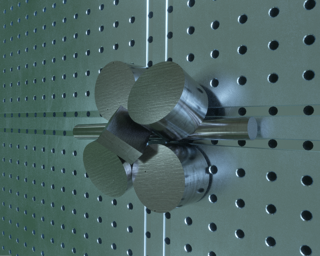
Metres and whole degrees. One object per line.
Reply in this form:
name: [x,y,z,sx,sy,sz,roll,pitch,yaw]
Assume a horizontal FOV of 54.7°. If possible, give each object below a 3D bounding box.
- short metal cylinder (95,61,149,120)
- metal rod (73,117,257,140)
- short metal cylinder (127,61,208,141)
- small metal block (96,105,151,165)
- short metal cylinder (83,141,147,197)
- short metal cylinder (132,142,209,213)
short metal cylinder: [-0.044,-0.048,0.424,0.080,0.050,0.079,0,90,40]
metal rod: [-0.019,0.004,0.419,0.300,0.025,0.025,-1,89,40]
short metal cylinder: [0.009,-0.031,0.364,0.080,0.050,0.080,-20,55,31]
small metal block: [-0.041,0.008,0.376,0.050,0.050,0.025,36,128,-12]
short metal cylinder: [-0.058,0.046,0.420,0.080,0.050,0.079,17,120,32]
short metal cylinder: [0.012,0.058,0.378,0.080,0.050,0.079,0,90,40]
